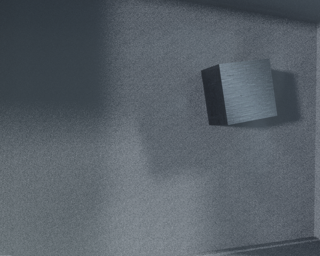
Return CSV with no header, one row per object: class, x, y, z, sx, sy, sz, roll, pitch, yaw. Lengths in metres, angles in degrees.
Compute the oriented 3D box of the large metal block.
large metal block,0.111,-0.050,0.438,0.081,0.050,0.080,-10,94,-20
